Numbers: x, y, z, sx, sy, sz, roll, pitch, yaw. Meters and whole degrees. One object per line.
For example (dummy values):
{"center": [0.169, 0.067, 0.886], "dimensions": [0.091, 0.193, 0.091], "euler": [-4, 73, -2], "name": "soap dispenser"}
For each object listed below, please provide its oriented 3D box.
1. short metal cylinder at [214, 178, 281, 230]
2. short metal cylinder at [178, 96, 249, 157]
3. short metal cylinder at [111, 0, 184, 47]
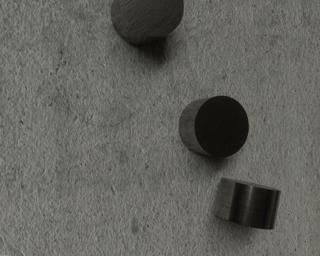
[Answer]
{"center": [0.119, 0.101, 0.424], "dimensions": [0.081, 0.080, 0.050], "euler": [13, 86, -20], "name": "short metal cylinder"}
{"center": [0.072, -0.002, 0.422], "dimensions": [0.081, 0.050, 0.080], "euler": [0, 90, -20], "name": "short metal cylinder"}
{"center": [-0.017, -0.148, 0.389], "dimensions": [0.081, 0.050, 0.080], "euler": [0, 90, -20], "name": "short metal cylinder"}
